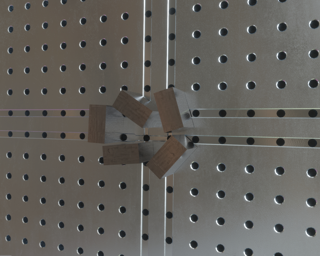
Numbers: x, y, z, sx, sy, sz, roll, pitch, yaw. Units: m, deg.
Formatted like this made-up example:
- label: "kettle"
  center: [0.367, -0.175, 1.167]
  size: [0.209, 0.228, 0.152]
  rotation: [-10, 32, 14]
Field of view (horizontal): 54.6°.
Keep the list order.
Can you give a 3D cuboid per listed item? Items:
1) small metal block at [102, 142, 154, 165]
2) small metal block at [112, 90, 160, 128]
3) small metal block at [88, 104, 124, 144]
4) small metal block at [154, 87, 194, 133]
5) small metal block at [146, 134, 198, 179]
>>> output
- label: "small metal block"
  center: [-0.041, 0.033, 0.414]
  size: [0.050, 0.050, 0.025]
  rotation: [-5, 88, 20]
- label: "small metal block"
  center: [-0.026, -0.025, 0.409]
  size: [0.050, 0.050, 0.025]
  rotation: [35, 102, 16]
- label: "small metal block"
  center: [-0.073, -0.006, 0.426]
  size: [0.025, 0.050, 0.050]
  rotation: [4, 92, 20]
- label: "small metal block"
  center: [0.019, -0.021, 0.392]
  size: [0.025, 0.050, 0.050]
  rotation: [-17, 84, 19]
- label: "small metal block"
  center: [0.016, 0.035, 0.393]
  size: [0.025, 0.050, 0.050]
  rotation: [44, 104, 15]
